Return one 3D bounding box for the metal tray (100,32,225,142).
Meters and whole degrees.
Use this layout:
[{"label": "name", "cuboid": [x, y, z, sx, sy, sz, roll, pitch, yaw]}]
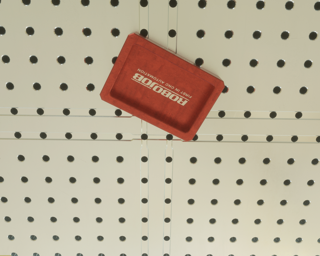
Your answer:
[{"label": "metal tray", "cuboid": [0.003, -0.050, 0.391, 0.131, 0.030, 0.090, 26, 108, -10]}]
